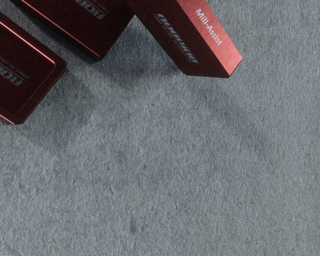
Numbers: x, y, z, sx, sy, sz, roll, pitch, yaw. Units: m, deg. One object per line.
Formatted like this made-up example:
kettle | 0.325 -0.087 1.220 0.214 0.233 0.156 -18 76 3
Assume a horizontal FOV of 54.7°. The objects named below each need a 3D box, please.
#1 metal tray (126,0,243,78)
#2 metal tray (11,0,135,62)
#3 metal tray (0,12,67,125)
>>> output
metal tray | 0.029 -0.116 0.368 0.130 0.090 0.030 45 75 -32
metal tray | -0.100 -0.154 0.370 0.130 0.030 0.090 35 79 -17
metal tray | -0.183 -0.075 0.338 0.130 0.030 0.090 38 78 -17
